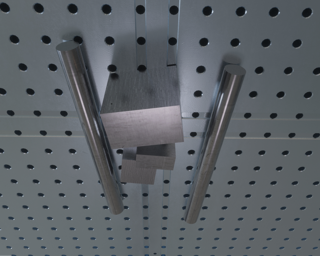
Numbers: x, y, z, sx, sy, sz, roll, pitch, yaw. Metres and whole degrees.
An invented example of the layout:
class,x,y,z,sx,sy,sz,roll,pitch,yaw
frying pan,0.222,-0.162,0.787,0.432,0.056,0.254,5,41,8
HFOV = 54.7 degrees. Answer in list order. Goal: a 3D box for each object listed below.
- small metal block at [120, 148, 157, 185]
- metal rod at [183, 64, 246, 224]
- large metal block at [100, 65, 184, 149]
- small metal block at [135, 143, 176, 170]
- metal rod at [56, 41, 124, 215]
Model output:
class,x,y,z,sx,sy,sz,roll,pitch,yaw
small metal block,-0.031,0.057,0.460,0.050,0.025,0.050,6,130,-5
metal rod,0.070,0.046,0.451,0.025,0.025,0.298,5,130,-4
large metal block,-0.017,-0.025,0.354,0.080,0.080,0.050,-6,130,5
small metal block,-0.006,0.029,0.420,0.050,0.050,0.025,5,130,-4
metal rod,-0.087,0.024,0.431,0.025,0.025,0.298,-4,130,3
